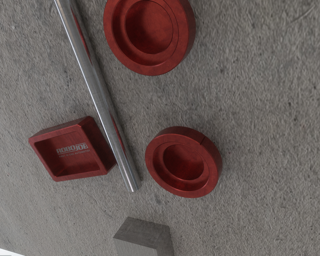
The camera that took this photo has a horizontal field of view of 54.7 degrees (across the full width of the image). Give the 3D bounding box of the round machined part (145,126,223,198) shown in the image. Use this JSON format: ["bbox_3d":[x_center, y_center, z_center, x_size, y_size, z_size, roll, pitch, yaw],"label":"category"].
[{"bbox_3d":[0.034,0.040,0.403,0.098,0.042,0.097,13,124,21],"label":"round machined part"}]

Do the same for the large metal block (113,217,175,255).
[{"bbox_3d":[-0.025,0.207,0.532,0.080,0.050,0.079,4,121,26],"label":"large metal block"}]

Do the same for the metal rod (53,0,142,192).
[{"bbox_3d":[-0.080,-0.039,0.424,0.025,0.025,0.298,-3,117,29],"label":"metal rod"}]

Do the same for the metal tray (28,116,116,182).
[{"bbox_3d":[-0.143,0.038,0.502,0.130,0.030,0.090,-13,112,33],"label":"metal tray"}]

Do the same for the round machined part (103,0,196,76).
[{"bbox_3d":[-0.008,-0.109,0.333,0.098,0.042,0.097,13,124,21],"label":"round machined part"}]
